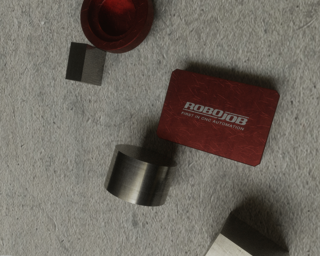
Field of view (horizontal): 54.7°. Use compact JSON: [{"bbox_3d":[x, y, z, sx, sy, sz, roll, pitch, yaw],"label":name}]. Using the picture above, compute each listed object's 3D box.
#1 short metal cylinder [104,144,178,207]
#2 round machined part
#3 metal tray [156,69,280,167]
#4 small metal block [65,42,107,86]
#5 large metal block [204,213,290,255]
[{"bbox_3d":[-0.024,0.057,0.388,0.080,0.080,0.050,19,97,19],"label":"short metal cylinder"},{"bbox_3d":[-0.054,-0.149,0.419,0.098,0.042,0.097,0,90,20],"label":"round machined part"},{"bbox_3d":[0.069,-0.015,0.382,0.130,0.030,0.089,16,95,19],"label":"metal tray"},{"bbox_3d":[-0.102,-0.088,0.432,0.025,0.050,0.050,11,94,19],"label":"small metal block"},{"bbox_3d":[0.095,0.149,0.346,0.080,0.080,0.050,32,101,17],"label":"large metal block"}]
